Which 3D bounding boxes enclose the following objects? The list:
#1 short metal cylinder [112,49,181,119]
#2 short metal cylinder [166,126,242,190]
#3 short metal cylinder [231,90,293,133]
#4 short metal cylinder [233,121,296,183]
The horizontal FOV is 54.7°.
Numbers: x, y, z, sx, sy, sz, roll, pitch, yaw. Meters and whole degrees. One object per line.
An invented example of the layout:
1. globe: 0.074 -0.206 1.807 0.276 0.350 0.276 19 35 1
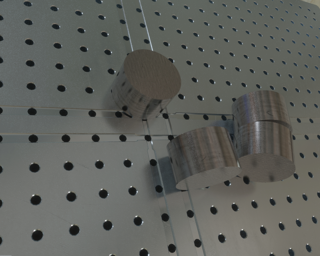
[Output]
1. short metal cylinder: -0.019 -0.058 0.417 0.081 0.050 0.080 14 56 -21
2. short metal cylinder: 0.052 0.039 0.377 0.081 0.080 0.050 0 62 -28
3. short metal cylinder: 0.149 -0.011 0.460 0.081 0.080 0.050 15 56 -20
4. short metal cylinder: 0.142 0.035 0.428 0.080 0.080 0.050 22 54 -15
